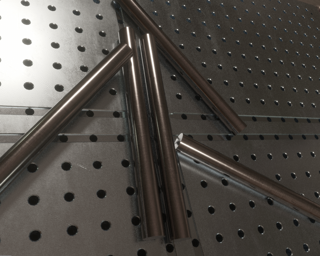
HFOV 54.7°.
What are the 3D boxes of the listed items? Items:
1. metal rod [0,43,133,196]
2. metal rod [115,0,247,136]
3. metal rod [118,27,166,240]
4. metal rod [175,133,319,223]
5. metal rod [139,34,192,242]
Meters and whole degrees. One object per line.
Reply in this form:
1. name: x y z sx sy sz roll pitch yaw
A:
1. metal rod: -0.117 -0.004 0.336 0.025 0.025 0.301 37 54 -4
2. metal rod: 0.028 -0.109 0.491 0.300 0.025 0.025 50 51 6
3. metal rod: -0.028 -0.013 0.401 0.025 0.025 0.299 5 59 -26
4. metal rod: 0.155 0.085 0.442 0.301 0.025 0.025 27 52 -12
5. metal rod: 0.001 -0.006 0.414 0.025 0.025 0.299 5 59 -26
